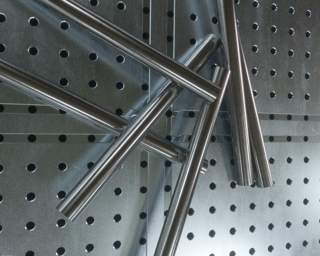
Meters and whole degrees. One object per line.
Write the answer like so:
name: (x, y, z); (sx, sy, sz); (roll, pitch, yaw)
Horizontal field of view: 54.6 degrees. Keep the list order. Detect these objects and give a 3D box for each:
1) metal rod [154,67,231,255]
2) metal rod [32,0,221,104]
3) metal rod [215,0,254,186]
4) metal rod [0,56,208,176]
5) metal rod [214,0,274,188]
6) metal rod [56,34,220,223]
metal rod: (0.037, 0.063, 0.397); (0.025, 0.025, 0.299); (21, 82, -19)
metal rod: (-0.061, -0.113, 0.365); (0.301, 0.025, 0.025); (29, 80, -9)
metal rod: (0.104, -0.064, 0.435); (0.025, 0.025, 0.298); (-12, 100, -20)
metal rod: (-0.068, -0.010, 0.387); (0.301, 0.025, 0.025); (27, 81, -18)
metal rod: (0.123, -0.058, 0.457); (0.025, 0.025, 0.299); (-16, 96, -19)
metal rod: (-0.012, -0.016, 0.384); (0.025, 0.025, 0.301); (45, 67, -15)
